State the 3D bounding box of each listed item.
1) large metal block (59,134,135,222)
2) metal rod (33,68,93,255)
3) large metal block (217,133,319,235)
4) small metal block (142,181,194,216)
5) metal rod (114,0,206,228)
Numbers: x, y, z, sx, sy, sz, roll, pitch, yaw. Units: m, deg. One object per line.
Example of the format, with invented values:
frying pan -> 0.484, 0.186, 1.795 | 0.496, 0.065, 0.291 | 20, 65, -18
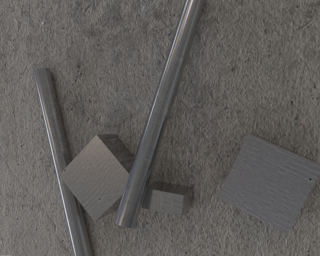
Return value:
large metal block -> -0.074, 0.065, 0.422 | 0.080, 0.050, 0.080 | -45, 76, 14
metal rod -> -0.143, 0.057, 0.459 | 0.025, 0.025, 0.298 | -16, 85, 19
large metal block -> 0.123, 0.058, 0.352 | 0.080, 0.050, 0.080 | 26, 99, 18
small metal block -> 0.011, 0.088, 0.392 | 0.050, 0.050, 0.025 | 7, 93, 20
metal rod -> 0.003, -0.029, 0.377 | 0.025, 0.025, 0.299 | 15, 84, 19
